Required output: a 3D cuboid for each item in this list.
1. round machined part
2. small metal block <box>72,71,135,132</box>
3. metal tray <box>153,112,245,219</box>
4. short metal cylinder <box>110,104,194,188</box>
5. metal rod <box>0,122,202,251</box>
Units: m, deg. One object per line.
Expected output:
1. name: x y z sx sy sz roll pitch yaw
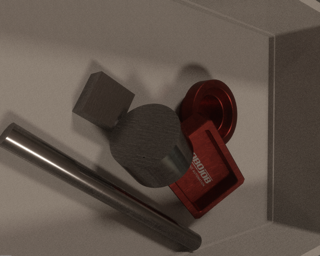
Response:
1. round machined part: 0.067 -0.020 0.454 0.099 0.042 0.097 0 90 -40
2. small metal block: -0.063 -0.029 0.355 0.050 0.025 0.050 34 69 -35
3. metal tray: 0.050 0.054 0.414 0.090 0.030 0.130 -38 124 -4
4. short metal cylinder: -0.008 0.020 0.345 0.080 0.080 0.050 -61 146 -22
5. metal rod: -0.046 0.086 0.369 0.301 0.025 0.025 40 66 -33
